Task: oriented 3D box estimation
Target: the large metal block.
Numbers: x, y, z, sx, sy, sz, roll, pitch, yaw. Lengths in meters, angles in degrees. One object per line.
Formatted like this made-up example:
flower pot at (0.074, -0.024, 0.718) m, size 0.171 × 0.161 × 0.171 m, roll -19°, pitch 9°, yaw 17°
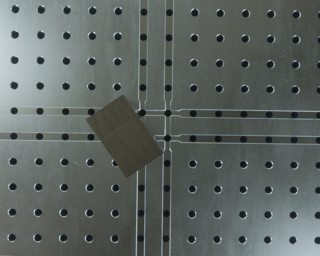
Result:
large metal block at (-0.040, 0.009, 0.385) m, size 0.050 × 0.080 × 0.080 m, roll -35°, pitch 90°, yaw 0°
